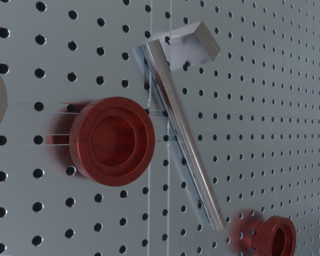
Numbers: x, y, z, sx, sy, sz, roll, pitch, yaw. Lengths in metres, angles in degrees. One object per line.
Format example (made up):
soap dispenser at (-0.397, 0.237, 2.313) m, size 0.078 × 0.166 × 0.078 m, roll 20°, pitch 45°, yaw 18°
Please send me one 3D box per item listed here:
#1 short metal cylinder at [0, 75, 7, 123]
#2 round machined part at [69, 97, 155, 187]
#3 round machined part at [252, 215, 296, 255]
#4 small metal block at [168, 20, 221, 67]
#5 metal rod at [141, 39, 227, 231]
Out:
short metal cylinder at (-0.173, -0.024, 0.248) m, size 0.081 × 0.050 × 0.079 m, roll 0°, pitch 90°, yaw -40°
round machined part at (-0.057, 0.014, 0.351) m, size 0.099 × 0.042 × 0.097 m, roll 0°, pitch 90°, yaw -40°
round machined part at (0.209, 0.211, 0.574) m, size 0.099 × 0.042 × 0.097 m, roll 0°, pitch 90°, yaw -40°
small metal block at (0.048, -0.116, 0.433) m, size 0.050 × 0.050 × 0.025 m, roll 47°, pitch 62°, yaw -30°
metal rod at (0.040, 0.022, 0.443) m, size 0.025 × 0.025 × 0.299 m, roll -35°, pitch 112°, yaw -35°
